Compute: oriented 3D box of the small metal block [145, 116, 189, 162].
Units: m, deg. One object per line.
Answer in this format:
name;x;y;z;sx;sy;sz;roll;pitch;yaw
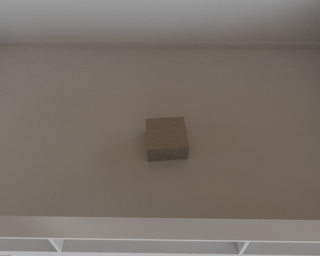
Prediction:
small metal block;0.008;0.014;0.394;0.050;0.025;0.050;-4;50;-3
